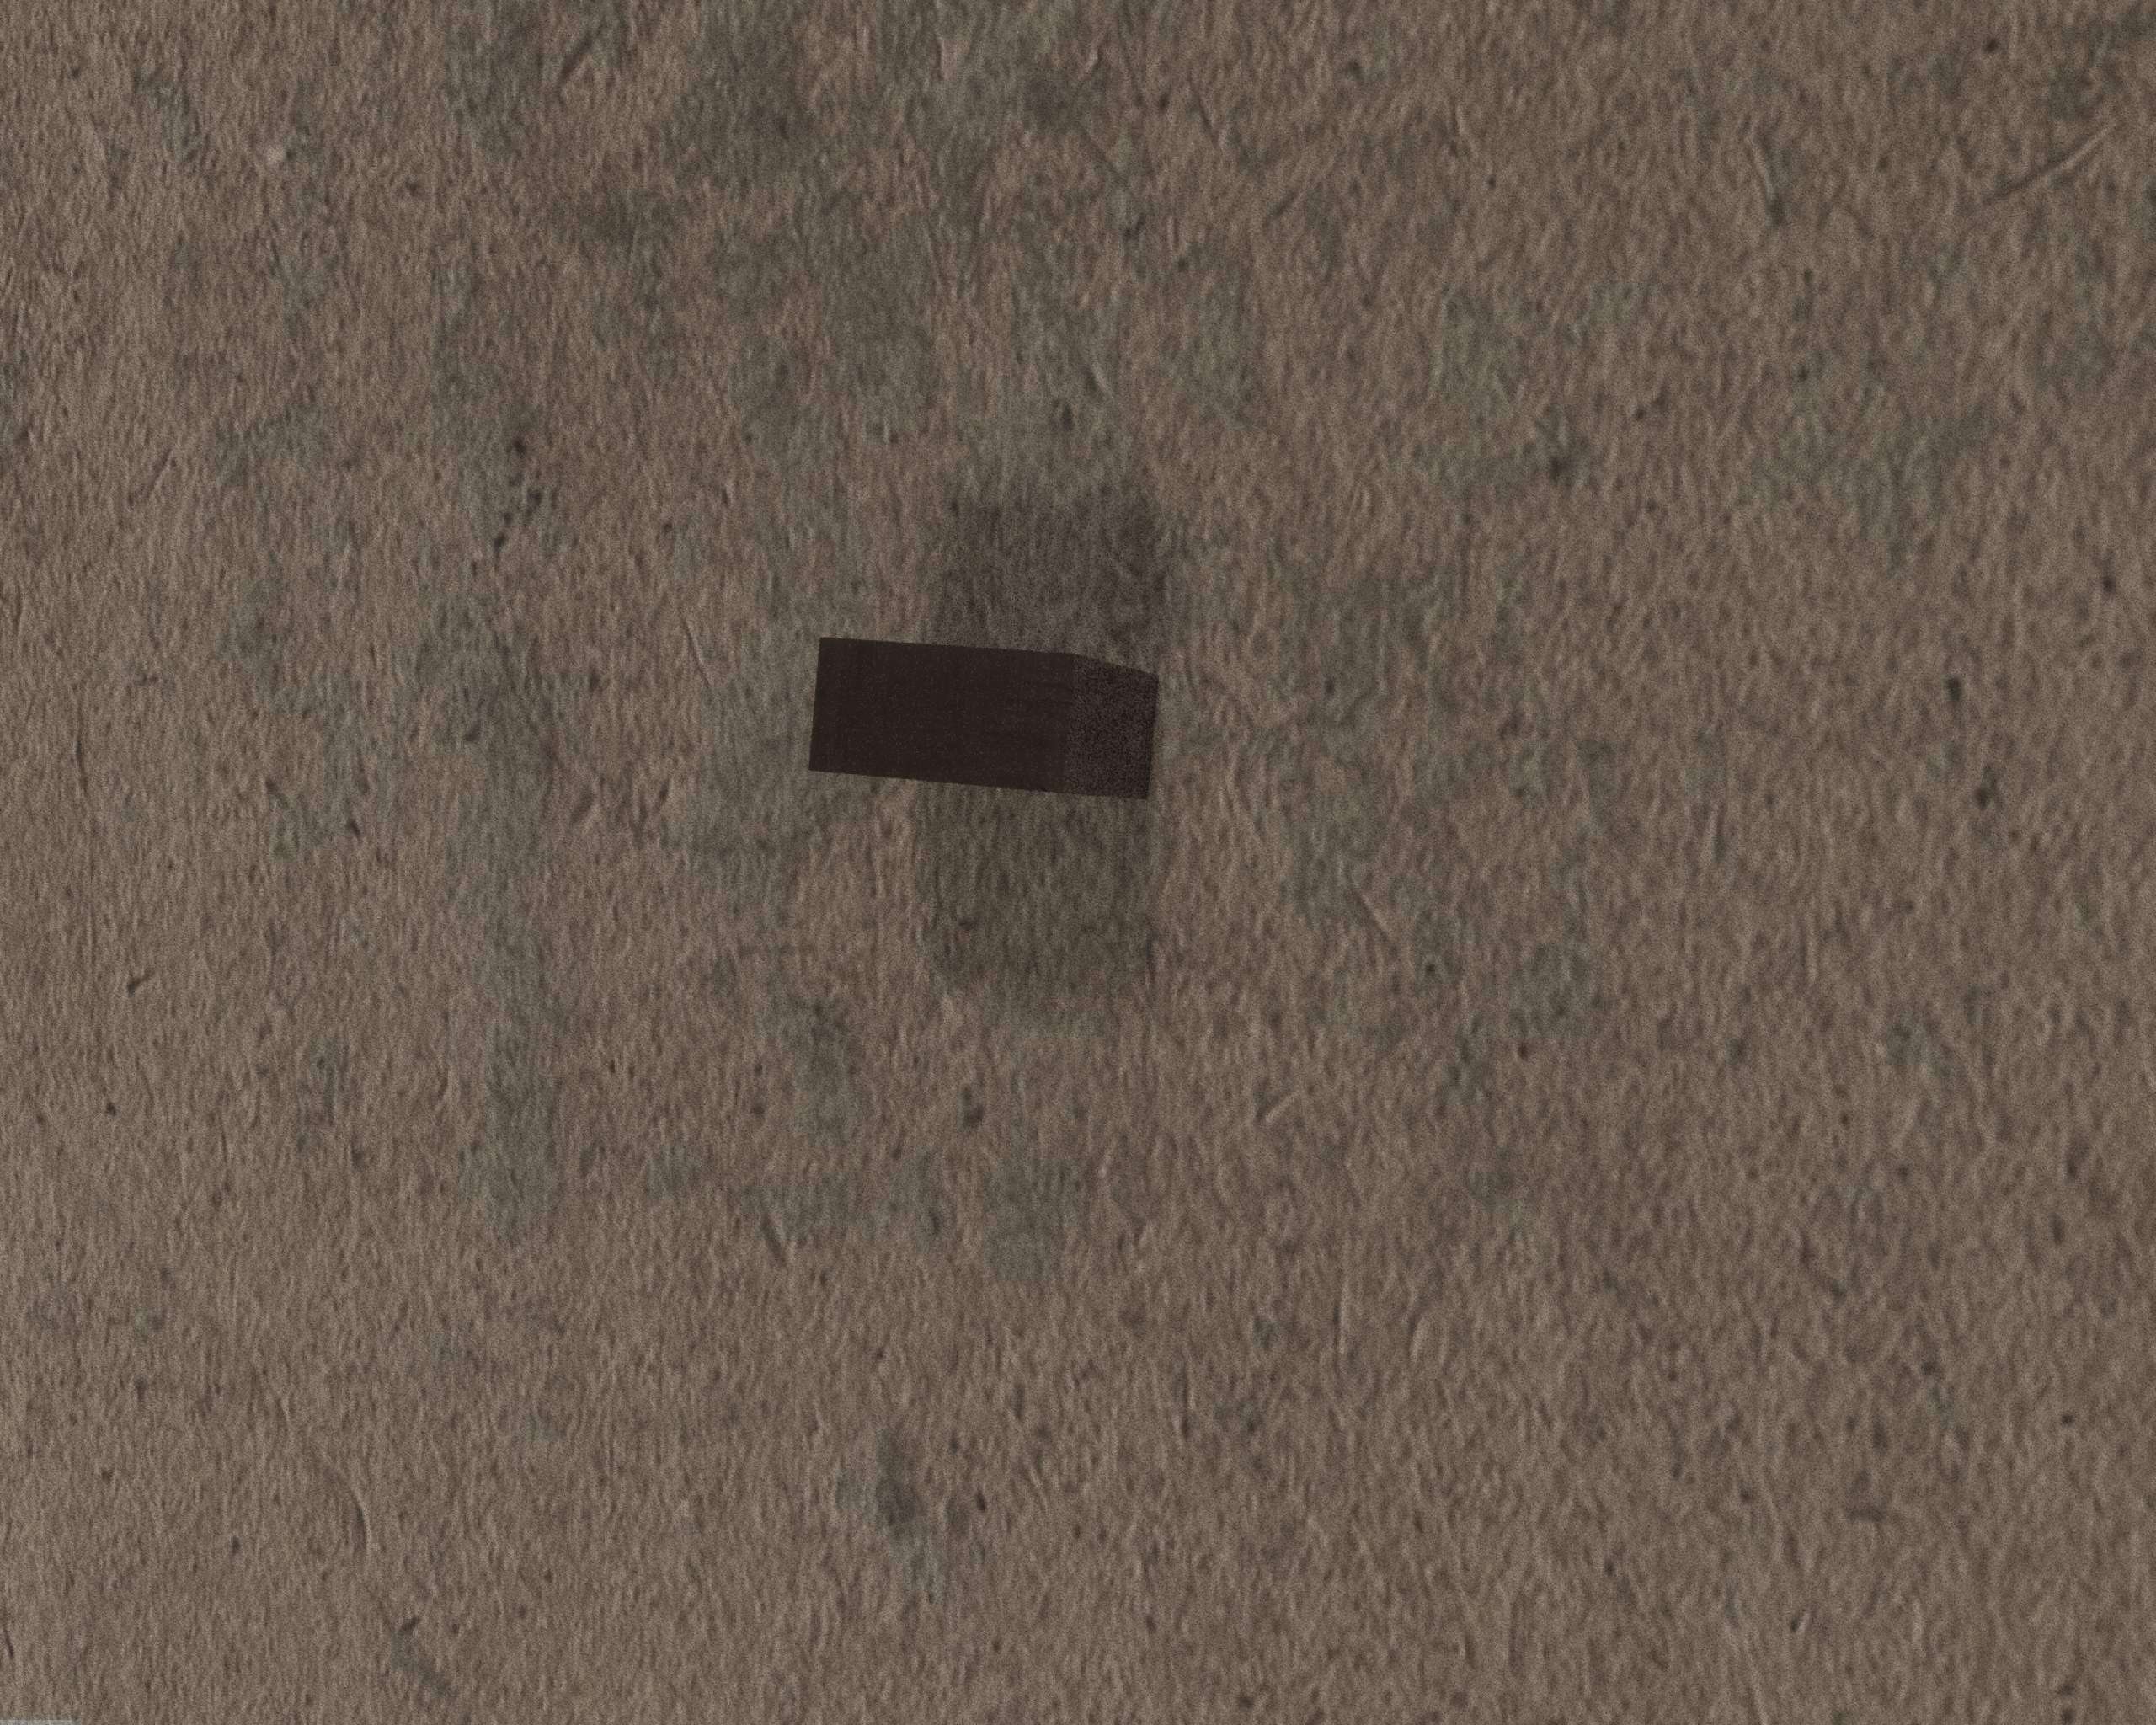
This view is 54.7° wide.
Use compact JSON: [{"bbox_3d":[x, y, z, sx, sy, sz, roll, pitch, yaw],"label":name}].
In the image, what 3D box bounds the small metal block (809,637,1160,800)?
[{"bbox_3d":[-0.017,-0.027,0.401,0.050,0.050,0.025,6,92,19],"label":"small metal block"}]
